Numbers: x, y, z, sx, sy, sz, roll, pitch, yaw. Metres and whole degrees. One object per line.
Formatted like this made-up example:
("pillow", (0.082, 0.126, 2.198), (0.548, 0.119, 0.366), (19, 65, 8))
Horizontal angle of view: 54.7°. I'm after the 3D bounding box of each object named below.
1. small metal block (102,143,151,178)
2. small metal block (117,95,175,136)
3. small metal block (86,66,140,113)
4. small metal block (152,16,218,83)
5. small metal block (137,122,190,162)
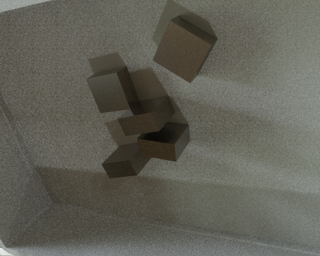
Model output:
("small metal block", (-0.046, 0.045, 0.443), (0.050, 0.050, 0.025), (-11, 113, 32))
("small metal block", (-0.016, -0.016, 0.390), (0.050, 0.050, 0.025), (-9, 114, 31))
("small metal block", (-0.062, -0.050, 0.409), (0.050, 0.025, 0.050), (-5, 116, 30))
("small metal block", (0.027, -0.086, 0.340), (0.050, 0.025, 0.050), (33, 128, 6))
("small metal block", (0.006, 0.015, 0.398), (0.050, 0.050, 0.025), (8, 122, 24))
